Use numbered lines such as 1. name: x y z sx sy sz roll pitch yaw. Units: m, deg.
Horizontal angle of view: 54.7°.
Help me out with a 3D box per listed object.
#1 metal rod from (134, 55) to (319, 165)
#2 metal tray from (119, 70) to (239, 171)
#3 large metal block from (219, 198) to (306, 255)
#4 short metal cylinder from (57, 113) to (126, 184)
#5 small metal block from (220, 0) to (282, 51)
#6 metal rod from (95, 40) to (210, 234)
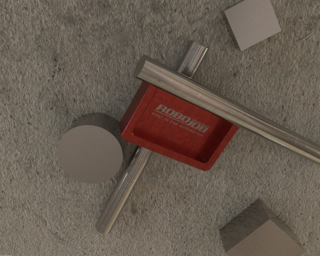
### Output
1. metal rod: 0.107 -0.009 0.370 0.302 0.025 0.025 23 109 -24
2. metal tray: 0.028 -0.007 0.381 0.131 0.030 0.090 23 108 -24
3. large metal block: 0.149 0.167 0.460 0.080 0.050 0.080 42 104 -14
4. short metal cylinder: -0.086 0.025 0.405 0.081 0.050 0.079 0 110 -1
5. small metal block: 0.106 -0.126 0.365 0.050 0.025 0.050 -26 108 9
6. metal rod: -0.018 0.025 0.418 0.025 0.025 0.298 25 108 -9
